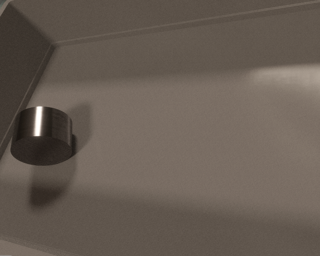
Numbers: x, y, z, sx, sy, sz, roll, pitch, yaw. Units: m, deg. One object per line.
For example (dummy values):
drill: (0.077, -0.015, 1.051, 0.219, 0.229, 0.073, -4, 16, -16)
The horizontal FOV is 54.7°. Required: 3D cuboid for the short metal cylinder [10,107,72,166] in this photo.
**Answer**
short metal cylinder: (-0.169, 0.013, 0.449, 0.080, 0.080, 0.050, -21, 54, 15)
